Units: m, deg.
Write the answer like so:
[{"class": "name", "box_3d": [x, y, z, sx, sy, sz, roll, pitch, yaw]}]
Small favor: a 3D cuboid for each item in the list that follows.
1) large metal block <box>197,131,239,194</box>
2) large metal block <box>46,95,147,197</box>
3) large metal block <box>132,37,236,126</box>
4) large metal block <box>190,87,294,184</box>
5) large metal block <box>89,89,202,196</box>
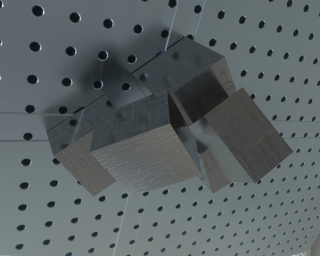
[{"class": "large metal block", "box_3d": [0.064, 0.029, 0.428, 0.050, 0.080, 0.080, -30, 129, -10]}, {"class": "large metal block", "box_3d": [-0.072, 0.021, 0.369, 0.080, 0.050, 0.080, -34, 129, -6]}, {"class": "large metal block", "box_3d": [0.026, -0.052, 0.357, 0.080, 0.080, 0.050, -36, 129, -5]}, {"class": "large metal block", "box_3d": [0.081, 0.012, 0.337, 0.050, 0.080, 0.080, -37, 87, -10]}, {"class": "large metal block", "box_3d": [-0.012, 0.018, 0.316, 0.080, 0.050, 0.080, -20, 131, 15]}]
